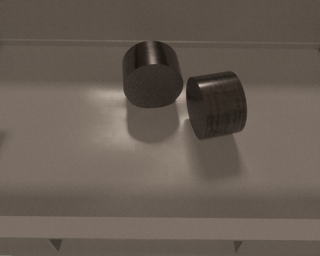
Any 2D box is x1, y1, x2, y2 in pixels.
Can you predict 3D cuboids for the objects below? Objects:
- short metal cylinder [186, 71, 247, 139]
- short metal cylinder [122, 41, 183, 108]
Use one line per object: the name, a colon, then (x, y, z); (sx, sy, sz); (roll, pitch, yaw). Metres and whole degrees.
short metal cylinder: (0.069, -0.029, 0.395); (0.050, 0.080, 0.080); (-10, 51, -9)
short metal cylinder: (-0.011, -0.073, 0.431); (0.081, 0.080, 0.050); (-5, 50, -4)
